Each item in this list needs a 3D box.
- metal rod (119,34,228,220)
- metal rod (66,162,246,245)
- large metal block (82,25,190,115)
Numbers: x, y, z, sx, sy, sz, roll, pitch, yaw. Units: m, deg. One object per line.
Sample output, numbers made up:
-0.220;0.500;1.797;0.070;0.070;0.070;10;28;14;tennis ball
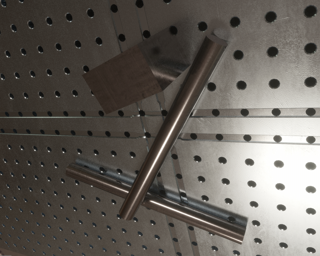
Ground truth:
0.004;0.021;0.402;0.025;0.025;0.298;31;123;8;metal rod
-0.017;0.113;0.488;0.301;0.025;0.025;17;125;18;metal rod
-0.024;-0.065;0.347;0.080;0.080;0.050;-19;109;35;large metal block
